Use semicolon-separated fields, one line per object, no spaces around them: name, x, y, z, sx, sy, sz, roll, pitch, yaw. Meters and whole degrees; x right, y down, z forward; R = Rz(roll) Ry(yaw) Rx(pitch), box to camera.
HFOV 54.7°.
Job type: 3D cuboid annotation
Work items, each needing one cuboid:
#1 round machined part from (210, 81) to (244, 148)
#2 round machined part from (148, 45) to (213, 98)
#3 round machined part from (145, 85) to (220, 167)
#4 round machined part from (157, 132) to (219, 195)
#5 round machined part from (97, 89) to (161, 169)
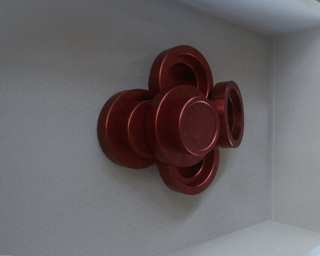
round machined part;0.091;-0.019;0.458;0.098;0.042;0.097;9;80;-60
round machined part;0.024;-0.058;0.415;0.099;0.042;0.097;0;90;-40
round machined part;0.034;-0.003;0.367;0.099;0.042;0.097;0;90;-40
round machined part;0.034;0.039;0.424;0.099;0.042;0.097;0;90;-40
round machined part;-0.022;0.001;0.374;0.099;0.042;0.097;0;90;-40
